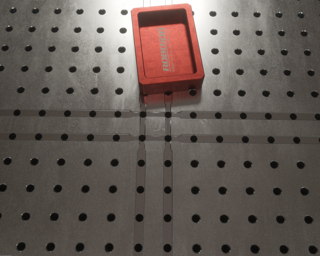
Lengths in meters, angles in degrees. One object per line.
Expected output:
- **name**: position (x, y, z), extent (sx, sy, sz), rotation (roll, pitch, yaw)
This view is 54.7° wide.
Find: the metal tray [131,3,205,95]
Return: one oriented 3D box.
- **metal tray**: position (0.009, -0.117, 0.451), extent (0.091, 0.030, 0.129), rotation (-6, 70, -3)
